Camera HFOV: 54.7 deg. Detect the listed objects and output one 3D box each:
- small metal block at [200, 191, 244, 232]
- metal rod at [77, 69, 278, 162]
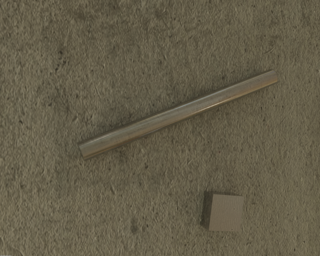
[{"bbox_3d":[0.089,0.118,0.442,0.050,0.025,0.050,9,87,-20],"label":"small metal block"},{"bbox_3d":[0.037,-0.024,0.422,0.302,0.025,0.025,-22,98,-19],"label":"metal rod"}]
